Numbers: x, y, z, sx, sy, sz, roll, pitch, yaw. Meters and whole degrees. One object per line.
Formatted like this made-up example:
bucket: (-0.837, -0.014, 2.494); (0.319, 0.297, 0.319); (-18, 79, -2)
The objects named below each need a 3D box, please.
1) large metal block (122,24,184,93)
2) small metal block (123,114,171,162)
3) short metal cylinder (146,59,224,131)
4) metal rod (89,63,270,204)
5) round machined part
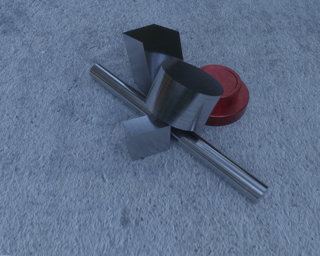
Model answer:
large metal block: (-0.008, -0.095, 0.435); (0.050, 0.080, 0.080); (-22, 32, -16)
small metal block: (-0.016, 0.011, 0.380); (0.050, 0.050, 0.025); (-16, 52, -14)
short metal cylinder: (0.029, -0.041, 0.375); (0.080, 0.050, 0.080); (19, 31, -12)
metal rod: (0.008, -0.007, 0.411); (0.300, 0.025, 0.025); (38, 59, 27)
round machined part: (0.077, -0.053, 0.438); (0.099, 0.042, 0.098); (0, 50, 0)
